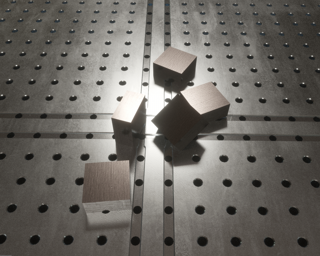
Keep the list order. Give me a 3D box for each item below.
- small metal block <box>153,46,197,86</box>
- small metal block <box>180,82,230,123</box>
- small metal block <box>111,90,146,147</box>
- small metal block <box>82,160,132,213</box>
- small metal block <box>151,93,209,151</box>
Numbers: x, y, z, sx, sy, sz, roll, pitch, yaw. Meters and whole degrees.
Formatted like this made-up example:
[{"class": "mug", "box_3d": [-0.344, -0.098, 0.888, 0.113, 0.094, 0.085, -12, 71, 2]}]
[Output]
[{"class": "small metal block", "box_3d": [0.024, -0.099, 0.491, 0.050, 0.025, 0.050, 25, 54, 19]}, {"class": "small metal block", "box_3d": [0.062, -0.034, 0.437, 0.050, 0.025, 0.050, -20, 53, -17]}, {"class": "small metal block", "box_3d": [-0.039, -0.012, 0.401, 0.025, 0.050, 0.050, 14, 51, 11]}, {"class": "small metal block", "box_3d": [-0.059, 0.066, 0.351, 0.050, 0.025, 0.050, -4, 50, -4]}, {"class": "small metal block", "box_3d": [0.025, -0.008, 0.400, 0.050, 0.025, 0.050, -45, 59, 4]}]
